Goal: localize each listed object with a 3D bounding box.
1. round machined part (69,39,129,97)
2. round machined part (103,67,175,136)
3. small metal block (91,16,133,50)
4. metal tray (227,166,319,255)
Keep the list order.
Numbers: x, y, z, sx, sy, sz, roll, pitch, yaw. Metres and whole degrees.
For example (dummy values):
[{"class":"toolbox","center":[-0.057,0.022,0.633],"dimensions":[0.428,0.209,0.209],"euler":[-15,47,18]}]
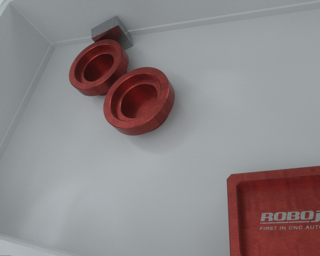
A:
[{"class":"round machined part","center":[-0.093,-0.091,0.497],"dimensions":[0.098,0.042,0.098],"euler":[-13,56,20]},{"class":"round machined part","center":[-0.025,-0.032,0.426],"dimensions":[0.098,0.042,0.098],"euler":[-13,56,20]},{"class":"small metal block","center":[-0.080,-0.153,0.524],"dimensions":[0.050,0.050,0.025],"euler":[-22,54,15]},{"class":"metal tray","center":[0.131,0.083,0.282],"dimensions":[0.130,0.030,0.090],"euler":[-9,58,22]}]
